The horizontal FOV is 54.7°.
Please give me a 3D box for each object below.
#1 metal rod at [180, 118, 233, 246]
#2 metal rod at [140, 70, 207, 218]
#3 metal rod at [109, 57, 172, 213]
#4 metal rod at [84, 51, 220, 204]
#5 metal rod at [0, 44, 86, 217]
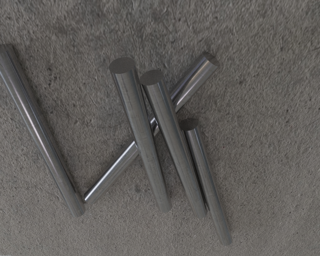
[{"bbox_3d":[0.081,0.104,0.495,0.025,0.025,0.299,-13,129,11],"label":"metal rod"},{"bbox_3d":[0.030,0.046,0.423,0.025,0.025,0.299,-12,136,10],"label":"metal rod"},{"bbox_3d":[-0.014,0.036,0.405,0.025,0.025,0.299,-7,140,5],"label":"metal rod"},{"bbox_3d":[-0.027,0.018,0.421,0.025,0.025,0.298,27,125,-22],"label":"metal rod"},{"bbox_3d":[-0.155,0.028,0.429,0.025,0.025,0.298,-5,130,4],"label":"metal rod"}]
